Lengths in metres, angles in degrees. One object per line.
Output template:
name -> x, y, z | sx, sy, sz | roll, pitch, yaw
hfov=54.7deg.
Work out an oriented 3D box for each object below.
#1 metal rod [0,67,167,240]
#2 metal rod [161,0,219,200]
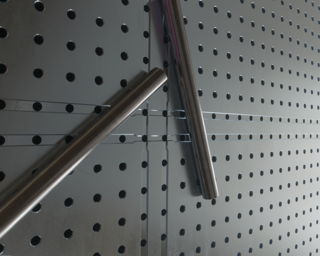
metal rod -> -0.090, 0.025, 0.334 | 0.301, 0.025, 0.025 | -47, 118, -30
metal rod -> 0.045, -0.038, 0.449 | 0.025, 0.025, 0.298 | -22, 104, -38
